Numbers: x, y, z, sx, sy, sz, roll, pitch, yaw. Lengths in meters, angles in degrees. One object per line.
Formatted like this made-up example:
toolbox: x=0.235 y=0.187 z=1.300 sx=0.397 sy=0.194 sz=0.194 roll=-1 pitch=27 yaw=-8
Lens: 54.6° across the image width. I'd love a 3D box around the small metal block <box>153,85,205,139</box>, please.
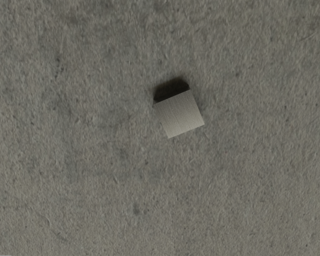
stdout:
small metal block: x=0.024 y=-0.021 z=0.402 sx=0.050 sy=0.025 sz=0.050 roll=-22 pitch=109 yaw=8
